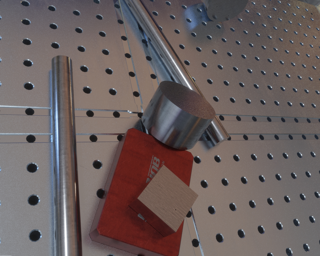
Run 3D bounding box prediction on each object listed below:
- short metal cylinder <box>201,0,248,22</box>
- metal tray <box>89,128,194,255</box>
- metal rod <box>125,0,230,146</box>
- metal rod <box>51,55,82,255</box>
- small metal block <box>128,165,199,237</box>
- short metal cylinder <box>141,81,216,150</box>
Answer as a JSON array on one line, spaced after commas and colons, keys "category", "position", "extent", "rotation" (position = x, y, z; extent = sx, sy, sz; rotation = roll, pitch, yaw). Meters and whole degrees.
[{"category": "short metal cylinder", "position": [0.122, -0.252, 0.595], "extent": [0.081, 0.080, 0.050], "rotation": [-1, 63, -29]}, {"category": "metal tray", "position": [-0.015, 0.073, 0.354], "extent": [0.090, 0.030, 0.130], "rotation": [24, 53, -14]}, {"category": "metal rod", "position": [0.017, -0.106, 0.483], "extent": [0.025, 0.025, 0.299], "rotation": [-20, 72, -36]}, {"category": "metal rod", "position": [-0.099, 0.048, 0.326], "extent": [0.025, 0.025, 0.299], "rotation": [4, 60, -27]}, {"category": "small metal block", "position": [0.004, 0.076, 0.326], "extent": [0.050, 0.025, 0.050], "rotation": [42, 51, 0]}, {"category": "short metal cylinder", "position": [0.023, -0.017, 0.398], "extent": [0.080, 0.050, 0.080], "rotation": [24, 28, -13]}]
